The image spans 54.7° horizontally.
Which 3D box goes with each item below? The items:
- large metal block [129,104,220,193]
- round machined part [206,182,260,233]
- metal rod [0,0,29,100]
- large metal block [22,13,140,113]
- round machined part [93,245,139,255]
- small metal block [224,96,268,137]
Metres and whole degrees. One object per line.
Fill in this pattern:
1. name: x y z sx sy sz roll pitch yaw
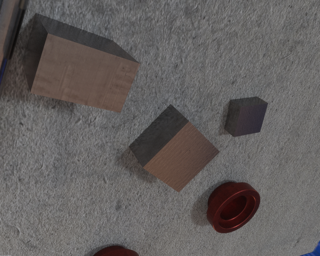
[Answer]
1. large metal block: 0.020 0.029 0.419 0.080 0.050 0.080 -46 129 3
2. round machined part: 0.124 0.134 0.547 0.099 0.042 0.097 -14 124 -21
3. metal rod: -0.152 -0.060 0.286 0.025 0.025 0.298 13 112 -34
4. large metal block: -0.077 -0.061 0.291 0.081 0.080 0.050 12 112 -33
5. round machined part: -0.077 0.228 0.495 0.099 0.042 0.097 -14 124 -21
6. small metal block: 0.129 -0.017 0.467 0.050 0.025 0.050 -9 122 -24
